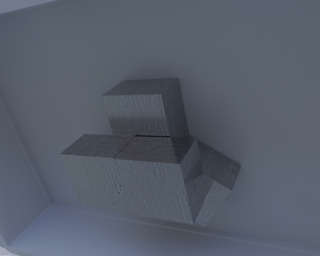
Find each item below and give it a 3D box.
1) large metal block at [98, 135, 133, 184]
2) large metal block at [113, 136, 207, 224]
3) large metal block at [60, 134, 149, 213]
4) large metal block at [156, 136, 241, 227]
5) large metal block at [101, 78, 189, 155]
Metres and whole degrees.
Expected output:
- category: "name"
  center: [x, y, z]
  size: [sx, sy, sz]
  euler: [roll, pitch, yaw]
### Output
- category: "large metal block"
  center: [-0.048, 0.064, 0.455]
  size: [0.080, 0.050, 0.080]
  euler: [-29, 103, 37]
- category: "large metal block"
  center: [0.003, 0.058, 0.358]
  size: [0.080, 0.050, 0.080]
  euler: [1, 119, 28]
- category: "large metal block"
  center: [-0.068, 0.055, 0.396]
  size: [0.080, 0.050, 0.080]
  euler: [1, 119, 28]
- category: "large metal block"
  center: [0.047, 0.070, 0.407]
  size: [0.080, 0.050, 0.079]
  euler: [30, 128, 9]
- category: "large metal block"
  center: [-0.016, -0.015, 0.390]
  size: [0.080, 0.050, 0.080]
  euler: [2, 119, 27]
